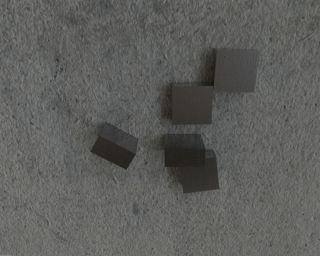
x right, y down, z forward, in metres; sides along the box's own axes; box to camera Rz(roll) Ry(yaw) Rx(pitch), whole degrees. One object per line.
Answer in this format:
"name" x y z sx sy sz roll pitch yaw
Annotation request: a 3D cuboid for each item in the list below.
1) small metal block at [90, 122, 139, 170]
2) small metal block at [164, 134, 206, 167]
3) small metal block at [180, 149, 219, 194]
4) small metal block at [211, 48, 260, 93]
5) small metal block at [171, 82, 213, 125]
"small metal block" -0.058 0.022 0.404 0.050 0.050 0.025 29 108 -10
"small metal block" 0.031 0.028 0.407 0.050 0.050 0.025 0 110 0
"small metal block" 0.054 0.061 0.432 0.050 0.025 0.050 -8 110 3
"small metal block" 0.092 -0.072 0.384 0.050 0.025 0.050 2 110 -1
"small metal block" 0.040 -0.032 0.398 0.050 0.025 0.050 -1 110 0
